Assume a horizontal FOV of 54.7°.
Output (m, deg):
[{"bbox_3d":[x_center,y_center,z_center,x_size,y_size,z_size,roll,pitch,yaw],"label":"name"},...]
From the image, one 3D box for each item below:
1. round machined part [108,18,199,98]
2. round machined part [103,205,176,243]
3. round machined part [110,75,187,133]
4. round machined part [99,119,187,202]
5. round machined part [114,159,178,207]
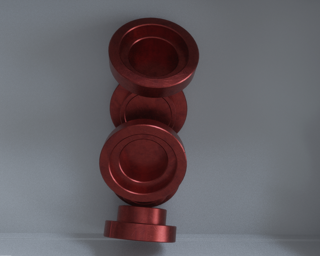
[{"bbox_3d":[-0.008,-0.075,0.353,0.099,0.098,0.042,7,152,-3],"label":"round machined part"},{"bbox_3d":[-0.026,0.132,0.430,0.099,0.098,0.042,6,73,-3],"label":"round machined part"},{"bbox_3d":[-0.014,-0.022,0.392,0.099,0.042,0.097,0,110,-1],"label":"round machined part"},{"bbox_3d":[-0.019,0.035,0.367,0.099,0.042,0.097,0,110,-1],"label":"round machined part"},{"bbox_3d":[-0.021,0.069,0.425,0.099,0.042,0.097,0,110,-1],"label":"round machined part"}]
